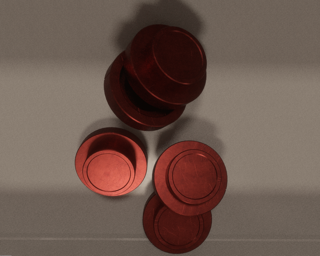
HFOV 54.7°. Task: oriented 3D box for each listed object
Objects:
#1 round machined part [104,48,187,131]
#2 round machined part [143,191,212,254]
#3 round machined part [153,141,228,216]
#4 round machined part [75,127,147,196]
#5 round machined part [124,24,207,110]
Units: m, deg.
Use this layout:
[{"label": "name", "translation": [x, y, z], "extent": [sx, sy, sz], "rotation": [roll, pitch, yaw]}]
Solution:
[{"label": "round machined part", "translation": [-0.020, -0.043, 0.368], "extent": [0.099, 0.042, 0.098], "rotation": [9, 70, -27]}, {"label": "round machined part", "translation": [0.025, 0.130, 0.436], "extent": [0.099, 0.042, 0.097], "rotation": [0, 92, -2]}, {"label": "round machined part", "translation": [0.041, 0.064, 0.402], "extent": [0.099, 0.042, 0.098], "rotation": [2, 77, -8]}, {"label": "round machined part", "translation": [-0.067, 0.052, 0.420], "extent": [0.099, 0.042, 0.097], "rotation": [0, 110, -1]}, {"label": "round machined part", "translation": [0.013, -0.073, 0.346], "extent": [0.099, 0.042, 0.098], "rotation": [9, 70, -27]}]
